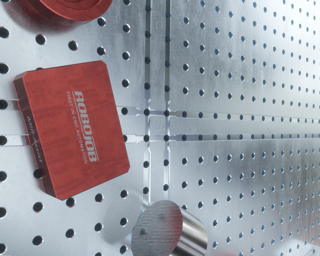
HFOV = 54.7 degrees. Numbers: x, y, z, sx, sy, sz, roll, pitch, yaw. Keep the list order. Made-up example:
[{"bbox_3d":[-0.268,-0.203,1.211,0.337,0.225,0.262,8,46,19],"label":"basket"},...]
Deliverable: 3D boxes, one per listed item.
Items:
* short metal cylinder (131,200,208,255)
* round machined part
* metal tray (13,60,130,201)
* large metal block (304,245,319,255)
[{"bbox_3d":[0.011,0.137,0.383,0.050,0.080,0.080,41,65,-33],"label":"short metal cylinder"},{"bbox_3d":[-0.098,-0.153,0.315,0.099,0.042,0.097,0,90,-40],"label":"round machined part"},{"bbox_3d":[-0.089,-0.001,0.331,0.091,0.030,0.129,-20,103,-38],"label":"metal tray"},{"bbox_3d":[0.356,0.324,0.692,0.081,0.050,0.079,-16,100,-39],"label":"large metal block"}]
